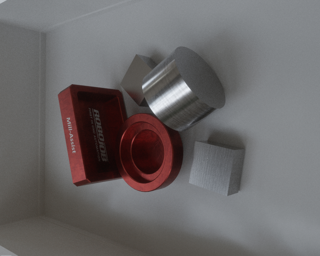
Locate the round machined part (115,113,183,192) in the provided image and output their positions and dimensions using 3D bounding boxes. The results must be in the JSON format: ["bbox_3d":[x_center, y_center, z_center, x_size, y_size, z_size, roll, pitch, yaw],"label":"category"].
[{"bbox_3d":[-0.010,0.030,0.398,0.098,0.042,0.097,0,90,39],"label":"round machined part"}]

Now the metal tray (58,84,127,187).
[{"bbox_3d":[-0.084,0.009,0.429,0.030,0.091,0.129,-22,76,38],"label":"metal tray"}]

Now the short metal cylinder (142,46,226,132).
[{"bbox_3d":[0.027,-0.043,0.345,0.050,0.081,0.080,-36,68,34],"label":"short metal cylinder"}]

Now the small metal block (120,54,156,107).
[{"bbox_3d":[-0.021,-0.064,0.420,0.050,0.025,0.050,49,119,30],"label":"small metal block"}]

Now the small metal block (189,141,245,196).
[{"bbox_3d":[0.064,0.044,0.350,0.050,0.025,0.050,12,97,40],"label":"small metal block"}]
